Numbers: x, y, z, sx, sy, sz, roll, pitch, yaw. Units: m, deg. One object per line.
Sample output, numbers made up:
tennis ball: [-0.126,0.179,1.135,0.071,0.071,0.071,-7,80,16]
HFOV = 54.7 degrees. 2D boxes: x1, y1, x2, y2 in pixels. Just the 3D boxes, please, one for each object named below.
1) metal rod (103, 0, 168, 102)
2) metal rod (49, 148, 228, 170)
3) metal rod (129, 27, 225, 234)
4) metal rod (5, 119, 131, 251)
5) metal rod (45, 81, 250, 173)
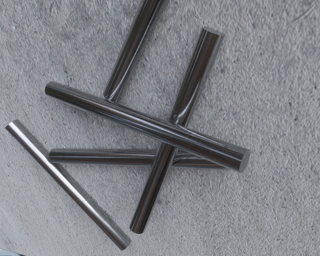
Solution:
metal rod: [-0.001,-0.141,0.320,0.025,0.025,0.298,36,129,4]
metal rod: [-0.048,0.044,0.459,0.300,0.025,0.025,-2,118,29]
metal rod: [0.011,0.024,0.388,0.025,0.025,0.298,26,119,12]
metal rod: [-0.161,0.105,0.556,0.300,0.025,0.025,49,129,-7]
metal rod: [-0.038,-0.012,0.380,0.300,0.025,0.025,20,127,31]
